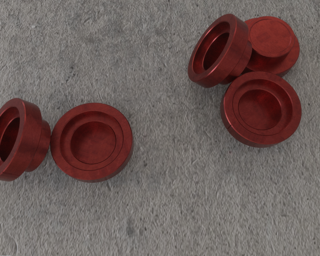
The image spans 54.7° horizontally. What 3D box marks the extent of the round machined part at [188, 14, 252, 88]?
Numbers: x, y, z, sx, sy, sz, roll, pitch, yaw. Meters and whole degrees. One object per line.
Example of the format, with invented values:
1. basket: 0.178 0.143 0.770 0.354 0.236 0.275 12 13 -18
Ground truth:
1. round machined part: 0.083 -0.097 0.413 0.042 0.098 0.098 25 69 -22

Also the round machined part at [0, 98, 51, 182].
1. round machined part: -0.170 0.016 0.375 0.098 0.042 0.098 -17 62 36

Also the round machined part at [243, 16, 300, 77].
1. round machined part: 0.151 -0.120 0.444 0.099 0.042 0.098 0 70 0

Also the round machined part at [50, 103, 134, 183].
1. round machined part: -0.082 0.021 0.391 0.099 0.042 0.098 0 70 0

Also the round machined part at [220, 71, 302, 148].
1. round machined part: 0.127 -0.021 0.405 0.099 0.042 0.098 1 73 -3
